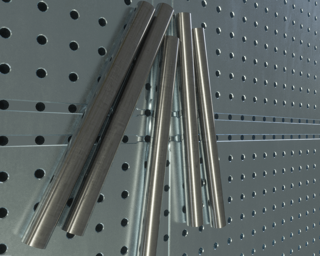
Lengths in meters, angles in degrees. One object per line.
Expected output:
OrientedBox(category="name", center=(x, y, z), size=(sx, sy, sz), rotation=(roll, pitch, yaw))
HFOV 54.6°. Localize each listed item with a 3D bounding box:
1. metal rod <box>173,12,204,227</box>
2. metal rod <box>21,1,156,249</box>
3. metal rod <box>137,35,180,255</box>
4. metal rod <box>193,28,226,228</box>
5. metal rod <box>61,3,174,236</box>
OrientedBox(category="metal rod", center=(0.041, -0.009, 0.442), size=(0.025, 0.025, 0.298), rotation=(-7, 94, -40))
OrientedBox(category="metal rod", center=(-0.071, -0.019, 0.348), size=(0.025, 0.025, 0.300), rotation=(34, 69, -35))
OrientedBox(category="metal rod", center=(-0.002, 0.027, 0.406), size=(0.025, 0.025, 0.299), rotation=(11, 83, -40))
OrientedBox(category="metal rod", center=(0.071, 0.004, 0.467), size=(0.025, 0.025, 0.298), rotation=(-13, 98, -39))
OrientedBox(category="metal rod", center=(-0.043, -0.024, 0.372), size=(0.025, 0.025, 0.300), rotation=(32, 70, -35))
